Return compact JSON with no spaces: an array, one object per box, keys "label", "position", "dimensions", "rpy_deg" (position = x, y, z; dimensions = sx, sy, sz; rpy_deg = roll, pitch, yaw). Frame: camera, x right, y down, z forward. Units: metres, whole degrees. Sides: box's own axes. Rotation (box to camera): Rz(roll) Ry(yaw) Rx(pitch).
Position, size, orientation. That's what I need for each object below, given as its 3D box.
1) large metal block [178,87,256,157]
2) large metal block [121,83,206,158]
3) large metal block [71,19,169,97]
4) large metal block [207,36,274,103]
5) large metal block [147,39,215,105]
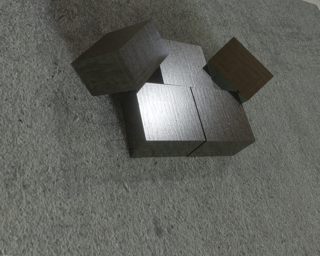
[{"label":"large metal block","position":[0.075,-0.007,0.433],"dimensions":[0.081,0.050,0.080],"rpy_deg":[1,61,-28]},{"label":"large metal block","position":[0.002,-0.009,0.396],"dimensions":[0.081,0.050,0.080],"rpy_deg":[1,61,-28]},{"label":"large metal block","position":[-0.048,-0.087,0.389],"dimensions":[0.080,0.080,0.050],"rpy_deg":[-56,130,-39]},{"label":"large metal block","position":[0.118,-0.084,0.479],"dimensions":[0.050,0.080,0.080],"rpy_deg":[-44,86,1]},{"label":"large metal block","position":[0.023,-0.079,0.452],"dimensions":[0.081,0.050,0.080],"rpy_deg":[3,61,-27]}]
